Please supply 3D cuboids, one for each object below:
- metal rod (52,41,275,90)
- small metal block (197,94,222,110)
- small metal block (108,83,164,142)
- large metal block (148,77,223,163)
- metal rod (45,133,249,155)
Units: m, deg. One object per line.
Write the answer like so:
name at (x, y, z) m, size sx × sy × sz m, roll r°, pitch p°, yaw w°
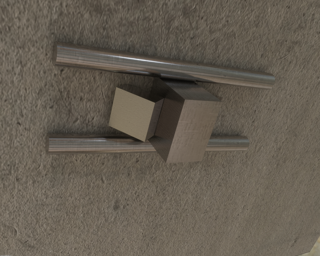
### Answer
metal rod at (0.027, -0.071, 0.381) m, size 0.303 × 0.025 × 0.025 m, roll 1°, pitch 118°, yaw -29°
small metal block at (0.062, -0.016, 0.416) m, size 0.025 × 0.050 × 0.050 m, roll 19°, pitch 114°, yaw 9°
small metal block at (-0.028, -0.019, 0.365) m, size 0.025 × 0.050 × 0.050 m, roll -36°, pitch 146°, yaw -60°
large metal block at (0.021, -0.014, 0.380) m, size 0.050 × 0.080 × 0.079 m, roll 1°, pitch 118°, yaw -29°
metal rod at (0.004, 0.021, 0.425) m, size 0.303 × 0.025 × 0.025 m, roll 2°, pitch 118°, yaw -30°
